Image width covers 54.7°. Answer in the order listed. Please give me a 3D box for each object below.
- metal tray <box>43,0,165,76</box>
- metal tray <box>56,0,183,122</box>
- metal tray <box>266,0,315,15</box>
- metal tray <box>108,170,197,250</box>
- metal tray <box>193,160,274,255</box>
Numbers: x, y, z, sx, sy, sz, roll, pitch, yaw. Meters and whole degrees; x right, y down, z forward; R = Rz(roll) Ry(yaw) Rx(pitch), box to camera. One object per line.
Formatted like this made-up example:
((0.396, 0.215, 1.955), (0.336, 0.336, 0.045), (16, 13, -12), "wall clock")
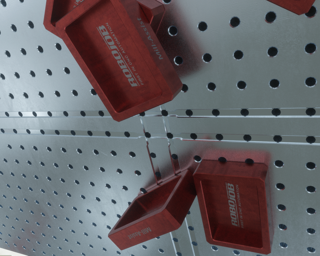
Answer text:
((-0.070, -0.129, 0.363), (0.130, 0.030, 0.089), (32, 128, 6), "metal tray")
((-0.045, -0.078, 0.341), (0.090, 0.030, 0.130), (-20, 108, 35), "metal tray")
((0.111, -0.170, 0.244), (0.090, 0.030, 0.129), (29, 128, 9), "metal tray")
((-0.008, 0.118, 0.445), (0.030, 0.090, 0.130), (49, 128, -7), "metal tray")
((0.101, 0.108, 0.420), (0.090, 0.030, 0.129), (1, 119, 27), "metal tray")
